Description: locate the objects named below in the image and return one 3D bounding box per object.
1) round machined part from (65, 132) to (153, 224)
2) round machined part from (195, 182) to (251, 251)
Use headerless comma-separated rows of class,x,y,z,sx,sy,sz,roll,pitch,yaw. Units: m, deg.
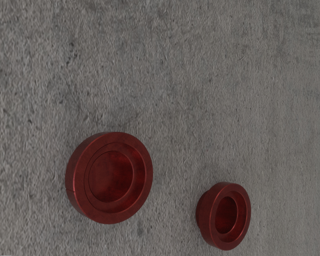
round machined part,-0.059,0.053,0.344,0.099,0.042,0.097,0,90,-40
round machined part,0.092,0.130,0.471,0.099,0.042,0.097,0,90,-40
